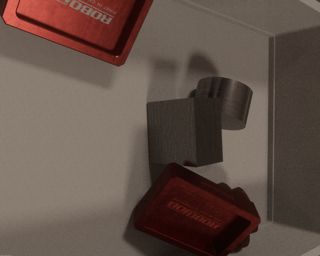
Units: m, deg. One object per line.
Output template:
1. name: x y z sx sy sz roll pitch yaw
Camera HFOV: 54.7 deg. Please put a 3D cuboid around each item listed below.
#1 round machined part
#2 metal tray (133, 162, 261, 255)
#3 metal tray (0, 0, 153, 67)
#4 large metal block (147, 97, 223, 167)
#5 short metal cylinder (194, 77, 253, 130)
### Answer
1. round machined part: 0.112 0.127 0.463 0.098 0.042 0.098 46 28 -33
2. metal tray: 0.045 0.108 0.383 0.131 0.030 0.090 29 113 -16
3. metal tray: -0.079 -0.126 0.312 0.131 0.030 0.089 14 110 -40
4. large metal block: 0.031 0.004 0.397 0.050 0.080 0.079 -4 92 -43
5. short metal cylinder: 0.088 -0.033 0.447 0.080 0.080 0.050 26 74 -38
